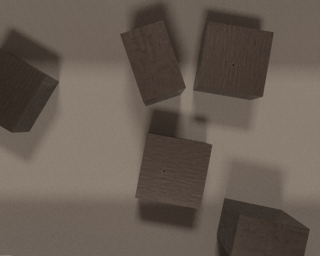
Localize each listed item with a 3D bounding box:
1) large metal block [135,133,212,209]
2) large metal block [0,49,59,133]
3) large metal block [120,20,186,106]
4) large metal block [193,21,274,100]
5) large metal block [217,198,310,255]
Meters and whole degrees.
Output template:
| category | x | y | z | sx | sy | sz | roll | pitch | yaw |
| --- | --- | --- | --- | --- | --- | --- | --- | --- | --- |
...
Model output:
| category | x | y | z | sx | sy | sz | roll | pitch | yaw |
| --- | --- | --- | --- | --- | --- | --- | --- | --- | --- |
| large metal block | 0.017 | 0.052 | 0.399 | 0.080 | 0.050 | 0.080 | 10 | 90 | -1 |
| large metal block | -0.192 | -0.049 | 0.396 | 0.080 | 0.050 | 0.080 | 30 | 90 | -1 |
| large metal block | -0.008 | -0.075 | 0.384 | 0.050 | 0.080 | 0.080 | -19 | 90 | 0 |
| large metal block | 0.092 | -0.084 | 0.400 | 0.080 | 0.050 | 0.080 | 10 | 90 | -1 |
| large metal block | 0.123 | 0.129 | 0.386 | 0.080 | 0.080 | 0.050 | 12 | 90 | -1 |
